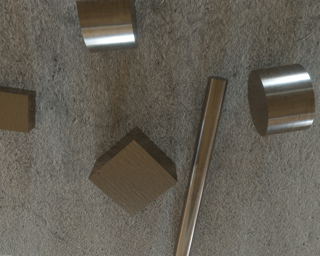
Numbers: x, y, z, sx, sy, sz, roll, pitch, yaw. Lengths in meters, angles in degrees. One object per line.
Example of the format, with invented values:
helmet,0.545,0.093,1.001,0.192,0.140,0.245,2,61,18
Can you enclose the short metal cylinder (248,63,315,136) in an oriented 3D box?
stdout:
short metal cylinder,0.141,-0.033,0.370,0.050,0.080,0.079,-9,110,3

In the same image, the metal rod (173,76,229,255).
metal rod,0.052,0.076,0.438,0.025,0.025,0.298,7,110,-3

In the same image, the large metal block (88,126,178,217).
large metal block,-0.034,0.058,0.417,0.080,0.050,0.080,-41,106,13

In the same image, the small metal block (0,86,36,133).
small metal block,-0.190,-0.024,0.398,0.050,0.025,0.050,8,110,-4

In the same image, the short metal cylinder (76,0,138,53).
short metal cylinder,-0.054,-0.124,0.334,0.050,0.080,0.079,-5,110,1
